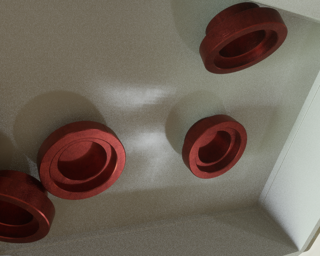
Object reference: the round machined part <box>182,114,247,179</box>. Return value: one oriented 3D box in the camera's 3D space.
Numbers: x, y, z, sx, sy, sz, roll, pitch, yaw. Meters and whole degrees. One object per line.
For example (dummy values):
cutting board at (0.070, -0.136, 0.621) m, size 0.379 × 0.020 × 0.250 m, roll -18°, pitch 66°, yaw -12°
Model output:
round machined part at (0.075, 0.023, 0.455) m, size 0.099 × 0.042 × 0.097 m, roll -14°, pitch 125°, yaw -21°

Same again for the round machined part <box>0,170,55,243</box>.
round machined part at (-0.165, 0.083, 0.342) m, size 0.099 × 0.042 × 0.097 m, roll 2°, pitch 131°, yaw 2°

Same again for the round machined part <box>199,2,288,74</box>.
round machined part at (0.093, -0.107, 0.363) m, size 0.099 × 0.042 × 0.098 m, roll -16°, pitch 162°, yaw -5°

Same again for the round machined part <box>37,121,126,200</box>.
round machined part at (-0.094, 0.034, 0.368) m, size 0.099 × 0.042 × 0.097 m, roll -14°, pitch 125°, yaw -21°
